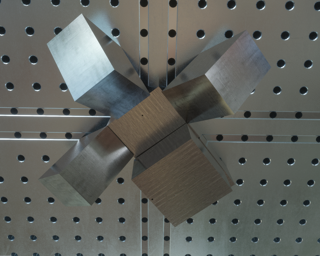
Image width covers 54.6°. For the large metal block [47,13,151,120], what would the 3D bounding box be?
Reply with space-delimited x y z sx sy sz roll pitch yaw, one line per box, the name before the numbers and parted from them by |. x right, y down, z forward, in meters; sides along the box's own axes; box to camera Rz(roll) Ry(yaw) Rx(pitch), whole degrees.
large metal block | -0.065 -0.064 0.344 0.050 0.080 0.080 -36 67 12

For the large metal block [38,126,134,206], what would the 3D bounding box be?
large metal block | -0.093 0.049 0.385 0.050 0.080 0.080 51 144 -15

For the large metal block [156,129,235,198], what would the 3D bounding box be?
large metal block | 0.041 0.057 0.420 0.080 0.050 0.080 -35 105 11

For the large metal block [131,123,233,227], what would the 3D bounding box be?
large metal block | 0.025 0.055 0.366 0.080 0.050 0.080 -36 107 11

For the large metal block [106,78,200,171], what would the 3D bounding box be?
large metal block | -0.008 -0.004 0.398 0.080 0.050 0.080 -36 106 12

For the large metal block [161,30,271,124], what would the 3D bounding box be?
large metal block | 0.062 -0.054 0.348 0.050 0.080 0.080 50 63 -16
